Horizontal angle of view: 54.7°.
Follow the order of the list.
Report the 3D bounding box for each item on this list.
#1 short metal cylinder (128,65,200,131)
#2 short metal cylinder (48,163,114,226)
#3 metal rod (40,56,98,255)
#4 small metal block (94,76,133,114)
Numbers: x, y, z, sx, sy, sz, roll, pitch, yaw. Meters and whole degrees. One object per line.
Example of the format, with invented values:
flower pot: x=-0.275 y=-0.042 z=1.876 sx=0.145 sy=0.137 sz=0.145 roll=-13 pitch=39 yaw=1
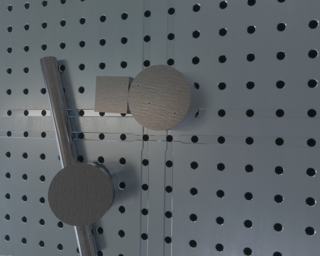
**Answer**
short metal cylinder: x=0.006 y=-0.037 z=0.397 sx=0.080 sy=0.050 sz=0.079 roll=0 pitch=90 yaw=20
short metal cylinder: x=-0.104 y=0.087 z=0.420 sx=0.081 sy=0.050 sz=0.080 roll=1 pitch=84 yaw=-6
metal rod: x=-0.136 y=0.040 z=0.460 sx=0.025 sy=0.025 sz=0.298 roll=-15 pitch=85 yaw=19
small metal block: x=-0.062 y=-0.046 z=0.434 sx=0.050 sy=0.025 sz=0.050 roll=4 pitch=91 yaw=19
